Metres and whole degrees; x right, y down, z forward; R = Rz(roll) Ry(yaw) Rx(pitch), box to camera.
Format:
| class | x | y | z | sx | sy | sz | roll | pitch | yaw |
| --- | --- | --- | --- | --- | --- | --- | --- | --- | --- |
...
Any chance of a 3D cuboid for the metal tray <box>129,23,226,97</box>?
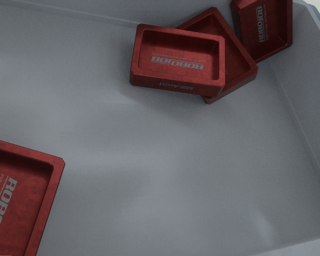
| class | x | y | z | sx | sy | sz | roll | pitch | yaw |
| --- | --- | --- | --- | --- | --- | --- | --- | --- | --- |
| metal tray | 0.027 | -0.098 | 0.447 | 0.131 | 0.030 | 0.090 | 8 | 64 | -5 |

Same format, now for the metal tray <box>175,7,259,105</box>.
| class | x | y | z | sx | sy | sz | roll | pitch | yaw |
| --- | --- | --- | --- | --- | --- | --- | --- | --- | --- |
| metal tray | 0.080 | -0.113 | 0.484 | 0.090 | 0.030 | 0.130 | -30 | 75 | 2 |

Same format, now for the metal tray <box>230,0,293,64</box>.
| class | x | y | z | sx | sy | sz | roll | pitch | yaw |
| --- | --- | --- | --- | --- | --- | --- | --- | --- | --- |
| metal tray | 0.174 | -0.173 | 0.522 | 0.090 | 0.130 | 0.030 | -27 | 52 | 4 |

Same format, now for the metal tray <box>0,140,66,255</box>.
| class | x | y | z | sx | sy | sz | roll | pitch | yaw |
| --- | --- | --- | --- | --- | --- | --- | --- | --- | --- |
| metal tray | -0.148 | 0.077 | 0.275 | 0.091 | 0.030 | 0.130 | 20 | 54 | -17 |
